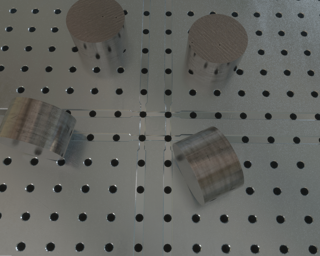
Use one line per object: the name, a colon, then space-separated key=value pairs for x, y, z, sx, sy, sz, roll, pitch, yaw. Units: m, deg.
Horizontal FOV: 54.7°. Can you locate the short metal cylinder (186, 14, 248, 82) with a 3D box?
short metal cylinder: x=0.078 y=-0.113 z=0.441 sx=0.081 sy=0.050 sz=0.080 roll=0 pitch=70 yaw=0

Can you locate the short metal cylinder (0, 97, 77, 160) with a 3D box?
short metal cylinder: x=-0.150 y=0.003 z=0.380 sx=0.080 sy=0.080 sz=0.050 roll=13 pitch=71 yaw=4

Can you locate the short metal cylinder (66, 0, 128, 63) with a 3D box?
short metal cylinder: x=-0.089 y=-0.143 z=0.450 sx=0.081 sy=0.050 sz=0.080 roll=0 pitch=70 yaw=0

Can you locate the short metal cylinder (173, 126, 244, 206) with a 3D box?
short metal cylinder: x=0.055 y=0.044 z=0.367 sx=0.050 sy=0.080 sz=0.080 roll=-24 pitch=72 yaw=-9
